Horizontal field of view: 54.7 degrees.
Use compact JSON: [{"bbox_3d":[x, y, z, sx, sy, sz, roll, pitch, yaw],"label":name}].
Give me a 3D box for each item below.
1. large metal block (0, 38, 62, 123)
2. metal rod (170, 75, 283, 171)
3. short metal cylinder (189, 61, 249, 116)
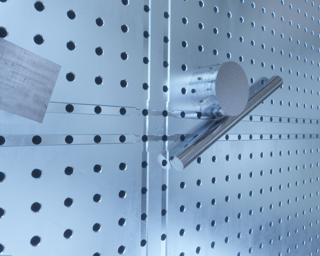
[{"bbox_3d":[-0.142,-0.040,0.255,0.080,0.080,0.050,23,75,-38],"label":"large metal block"},{"bbox_3d":[0.125,-0.021,0.516,0.302,0.025,0.025,-34,112,-35],"label":"metal rod"},{"bbox_3d":[0.091,-0.058,0.471,0.081,0.050,0.079,0,90,-40],"label":"short metal cylinder"}]
